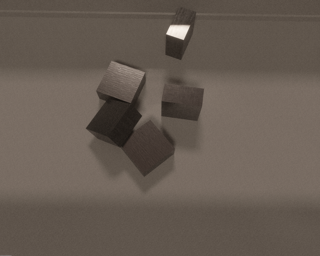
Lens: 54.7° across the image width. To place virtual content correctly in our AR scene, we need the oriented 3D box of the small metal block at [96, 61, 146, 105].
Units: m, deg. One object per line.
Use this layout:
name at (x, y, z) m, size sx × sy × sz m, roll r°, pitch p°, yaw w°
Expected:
small metal block at (-0.053, -0.059, 0.430) m, size 0.050 × 0.025 × 0.050 m, roll 20°, pitch 71°, yaw 7°

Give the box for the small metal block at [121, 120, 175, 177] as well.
small metal block at (-0.016, 0.026, 0.400) m, size 0.050 × 0.025 × 0.050 m, roll -37°, pitch 75°, yaw -13°

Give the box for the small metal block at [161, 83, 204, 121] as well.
small metal block at (0.029, -0.033, 0.409) m, size 0.050 × 0.050 × 0.025 m, roll 8°, pitch 70°, yaw 2°

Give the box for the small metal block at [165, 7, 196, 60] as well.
small metal block at (0.029, -0.135, 0.446) m, size 0.025 × 0.050 × 0.050 m, roll 21°, pitch 71°, yaw 7°

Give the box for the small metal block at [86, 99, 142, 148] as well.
small metal block at (-0.059, -0.007, 0.398) m, size 0.050 × 0.025 × 0.050 m, roll 16°, pitch 66°, yaw 44°
